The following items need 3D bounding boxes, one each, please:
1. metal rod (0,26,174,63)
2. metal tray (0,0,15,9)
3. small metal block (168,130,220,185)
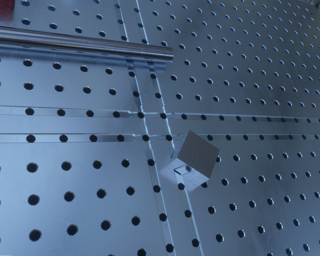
[{"bbox_3d":[-0.117,-0.111,0.413,0.303,0.025,0.025,-1,63,-29],"label":"metal rod"},{"bbox_3d":[-0.248,-0.218,0.405,0.091,0.030,0.130,-7,65,-32],"label":"metal tray"},{"bbox_3d":[0.046,0.039,0.411,0.050,0.025,0.050,33,51,-7],"label":"small metal block"}]
